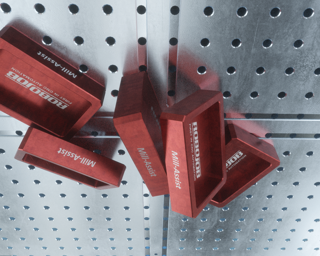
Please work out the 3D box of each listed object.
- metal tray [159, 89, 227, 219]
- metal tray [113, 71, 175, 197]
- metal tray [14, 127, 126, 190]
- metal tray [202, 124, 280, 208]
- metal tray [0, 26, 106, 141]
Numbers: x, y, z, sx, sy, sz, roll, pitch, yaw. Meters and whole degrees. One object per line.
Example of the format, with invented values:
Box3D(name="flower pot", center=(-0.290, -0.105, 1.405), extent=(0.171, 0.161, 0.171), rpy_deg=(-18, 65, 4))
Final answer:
Box3D(name="metal tray", center=(0.045, 0.029, 0.370), extent=(0.030, 0.091, 0.129), rpy_deg=(10, 119, 35))
Box3D(name="metal tray", center=(-0.013, 0.009, 0.375), extent=(0.030, 0.090, 0.130), rpy_deg=(-13, 129, 12))
Box3D(name="metal tray", center=(-0.122, 0.046, 0.418), extent=(0.131, 0.030, 0.090), rpy_deg=(26, 157, -21))
Box3D(name="metal tray", center=(0.097, 0.061, 0.460), extent=(0.090, 0.030, 0.129), rpy_deg=(27, 125, -21))
Box3D(name="metal tray", center=(-0.144, -0.044, 0.369), extent=(0.130, 0.030, 0.090), rpy_deg=(33, 123, -25))
